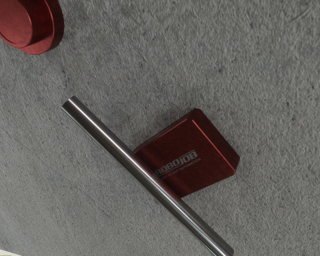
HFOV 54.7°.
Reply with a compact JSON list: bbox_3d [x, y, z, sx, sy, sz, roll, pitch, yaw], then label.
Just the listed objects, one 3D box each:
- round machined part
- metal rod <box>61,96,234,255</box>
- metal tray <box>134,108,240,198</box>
[{"bbox_3d":[-0.177,-0.142,0.399,0.098,0.042,0.097,13,124,20],"label":"round machined part"},{"bbox_3d":[-0.014,0.071,0.417,0.300,0.025,0.025,44,129,-4],"label":"metal rod"},{"bbox_3d":[0.027,0.042,0.414,0.130,0.030,0.090,-34,100,38],"label":"metal tray"}]
